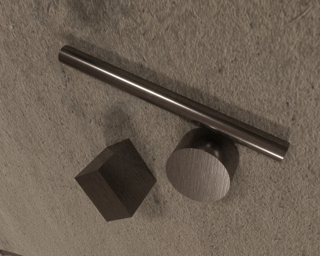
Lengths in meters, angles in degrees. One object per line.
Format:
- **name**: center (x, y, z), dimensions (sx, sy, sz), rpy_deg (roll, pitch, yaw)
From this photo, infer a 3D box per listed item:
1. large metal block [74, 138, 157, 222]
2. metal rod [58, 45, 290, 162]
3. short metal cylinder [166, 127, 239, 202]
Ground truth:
- **large metal block**: center (-0.061, 0.074, 0.447), dimensions (0.050, 0.080, 0.080), rpy_deg (-22, 107, 36)
- **metal rod**: center (0.007, -0.035, 0.380), dimensions (0.301, 0.025, 0.025), rpy_deg (25, 127, 12)
- **short metal cylinder**: center (0.054, 0.046, 0.390), dimensions (0.080, 0.050, 0.079), rpy_deg (13, 124, 20)
